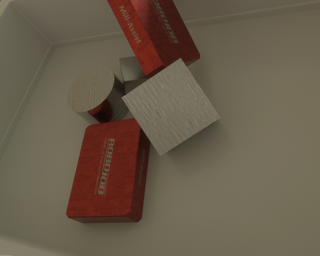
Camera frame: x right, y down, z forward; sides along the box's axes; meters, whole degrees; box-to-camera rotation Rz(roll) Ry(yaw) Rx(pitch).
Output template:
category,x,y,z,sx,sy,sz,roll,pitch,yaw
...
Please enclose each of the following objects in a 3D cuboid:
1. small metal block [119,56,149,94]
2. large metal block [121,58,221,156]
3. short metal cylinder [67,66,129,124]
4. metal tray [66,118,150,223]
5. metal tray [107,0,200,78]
category,x,y,z,sx,sy,sz,roll,pitch,yaw
small metal block,-0.031,-0.080,0.456,0.050,0.025,0.050,-9,53,-10
large metal block,0.014,-0.024,0.372,0.080,0.050,0.080,-33,89,6
short metal cylinder,-0.090,-0.045,0.463,0.080,0.050,0.080,-13,56,21
metal tray,-0.063,0.054,0.401,0.090,0.030,0.130,-8,58,23
metal tray,-0.009,-0.134,0.393,0.030,0.091,0.130,-26,91,40
